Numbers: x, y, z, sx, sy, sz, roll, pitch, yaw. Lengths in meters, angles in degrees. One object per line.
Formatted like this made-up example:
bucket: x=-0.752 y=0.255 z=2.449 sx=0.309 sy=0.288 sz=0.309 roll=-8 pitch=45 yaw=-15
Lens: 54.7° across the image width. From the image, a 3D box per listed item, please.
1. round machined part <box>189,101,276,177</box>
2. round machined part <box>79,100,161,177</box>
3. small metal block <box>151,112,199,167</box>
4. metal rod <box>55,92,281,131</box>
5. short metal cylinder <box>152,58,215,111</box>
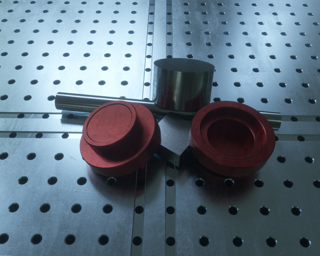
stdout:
round machined part: x=0.084 y=0.017 z=0.375 sx=0.099 sy=0.042 sz=0.098 roll=2 pitch=52 yaw=-2
round machined part: x=-0.052 y=0.005 z=0.370 sx=0.098 sy=0.042 sz=0.098 roll=-11 pitch=49 yaw=14
small metal block: x=0.018 y=0.013 z=0.391 sx=0.050 sy=0.025 sz=0.050 roll=29 pitch=56 yaw=22
metal rod: x=0.008 y=-0.023 z=0.422 sx=0.302 sy=0.025 sz=0.025 roll=6 pitch=50 yaw=4
short metal cylinder: x=0.031 y=-0.061 z=0.419 sx=0.081 sy=0.050 sz=0.080 roll=3 pitch=25 yaw=-1
